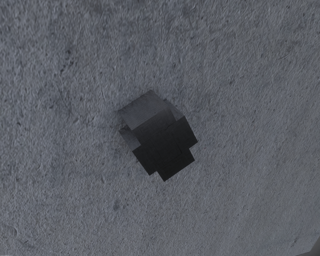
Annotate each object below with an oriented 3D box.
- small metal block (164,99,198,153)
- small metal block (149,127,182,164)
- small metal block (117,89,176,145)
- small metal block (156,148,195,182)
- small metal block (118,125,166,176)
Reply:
[{"bbox_3d":[0.018,-0.003,0.401,0.025,0.050,0.050,-35,129,-5],"label":"small metal block"},{"bbox_3d":[-0.003,0.011,0.398,0.025,0.050,0.050,-35,129,-6],"label":"small metal block"},{"bbox_3d":[-0.017,-0.015,0.375,0.050,0.050,0.025,-34,129,-6],"label":"small metal block"},{"bbox_3d":[0.011,0.037,0.422,0.050,0.050,0.025,-34,129,-6],"label":"small metal block"},{"bbox_3d":[-0.023,0.025,0.395,0.025,0.050,0.050,-35,129,-6],"label":"small metal block"}]
